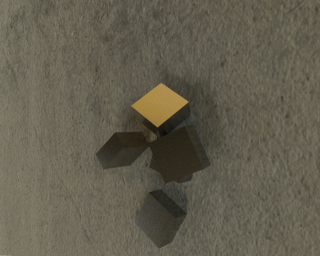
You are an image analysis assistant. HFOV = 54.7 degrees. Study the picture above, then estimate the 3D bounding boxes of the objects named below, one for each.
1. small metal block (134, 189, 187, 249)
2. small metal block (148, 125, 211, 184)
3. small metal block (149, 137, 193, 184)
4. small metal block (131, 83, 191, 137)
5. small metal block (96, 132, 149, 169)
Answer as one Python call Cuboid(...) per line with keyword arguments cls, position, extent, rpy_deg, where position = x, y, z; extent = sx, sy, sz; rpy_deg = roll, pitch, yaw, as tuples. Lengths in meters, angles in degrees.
Cuboid(cls="small metal block", position=(0.000, 0.117, 0.403), extent=(0.050, 0.025, 0.050), rpy_deg=(38, 113, 33))
Cuboid(cls="small metal block", position=(0.022, 0.030, 0.352), extent=(0.050, 0.025, 0.050), rpy_deg=(-26, 82, 27))
Cuboid(cls="small metal block", position=(0.019, 0.035, 0.388), extent=(0.050, 0.025, 0.050), rpy_deg=(23, 105, 37))
Cuboid(cls="small metal block", position=(0.002, -0.022, 0.384), extent=(0.050, 0.025, 0.050), rpy_deg=(-40, 56, -17))
Cuboid(cls="small metal block", position=(-0.051, 0.030, 0.429), extent=(0.050, 0.050, 0.025), rpy_deg=(-45, 63, 30))
